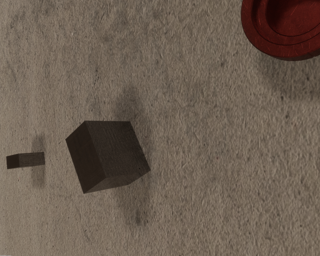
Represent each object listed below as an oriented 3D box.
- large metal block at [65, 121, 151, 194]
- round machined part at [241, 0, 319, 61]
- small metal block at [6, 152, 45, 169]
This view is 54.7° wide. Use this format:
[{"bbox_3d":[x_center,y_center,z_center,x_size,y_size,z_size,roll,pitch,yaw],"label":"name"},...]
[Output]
[{"bbox_3d":[-0.071,0.037,0.425,0.050,0.081,0.080,-37,67,33],"label":"large metal block"},{"bbox_3d":[0.130,-0.110,0.286,0.098,0.042,0.097,0,90,39],"label":"round machined part"},{"bbox_3d":[-0.260,0.063,0.599,0.050,0.050,0.025,-12,83,39],"label":"small metal block"}]
